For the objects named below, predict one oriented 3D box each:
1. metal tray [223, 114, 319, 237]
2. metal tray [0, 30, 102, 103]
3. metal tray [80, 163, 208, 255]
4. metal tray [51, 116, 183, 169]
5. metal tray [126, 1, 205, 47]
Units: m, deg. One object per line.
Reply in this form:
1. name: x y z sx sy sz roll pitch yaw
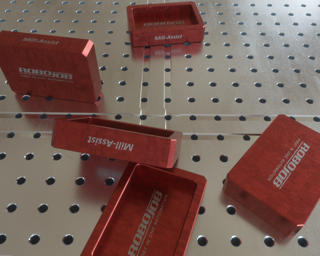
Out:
1. metal tray: 0.148 0.049 0.366 0.090 0.030 0.131 34 57 25
2. metal tray: -0.154 -0.084 0.433 0.131 0.089 0.030 7 51 6
3. metal tray: -0.012 0.098 0.321 0.090 0.030 0.130 16 52 12
4. metal tray: -0.043 0.012 0.357 0.131 0.030 0.090 10 6 7
5. metal tray: 0.008 -0.191 0.564 0.131 0.030 0.090 -6 50 -6
